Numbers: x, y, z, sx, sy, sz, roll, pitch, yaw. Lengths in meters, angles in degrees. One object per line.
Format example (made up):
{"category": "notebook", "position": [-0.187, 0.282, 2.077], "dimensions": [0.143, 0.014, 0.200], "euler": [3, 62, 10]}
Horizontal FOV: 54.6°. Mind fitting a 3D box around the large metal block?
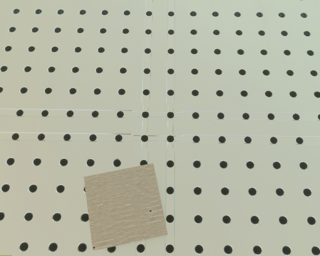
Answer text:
{"category": "large metal block", "position": [-0.039, 0.093, 0.364], "dimensions": [0.080, 0.050, 0.080], "euler": [-11, 70, -4]}
